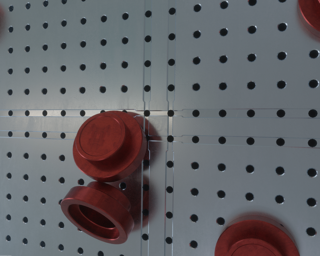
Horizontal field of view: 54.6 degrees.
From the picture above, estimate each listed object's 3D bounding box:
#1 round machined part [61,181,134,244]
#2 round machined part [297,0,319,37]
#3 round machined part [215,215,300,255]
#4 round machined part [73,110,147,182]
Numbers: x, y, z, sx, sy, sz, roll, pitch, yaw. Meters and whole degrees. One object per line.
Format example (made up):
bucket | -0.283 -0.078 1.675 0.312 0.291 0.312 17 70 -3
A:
round machined part | -0.078 0.109 0.414 0.098 0.042 0.097 16 137 16
round machined part | 0.202 -0.147 0.332 0.098 0.042 0.097 0 90 20
round machined part | 0.113 0.157 0.364 0.098 0.042 0.097 0 90 20
round machined part | -0.070 0.018 0.408 0.098 0.042 0.098 -6 61 12
